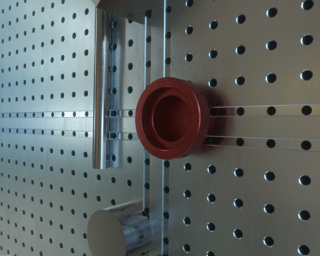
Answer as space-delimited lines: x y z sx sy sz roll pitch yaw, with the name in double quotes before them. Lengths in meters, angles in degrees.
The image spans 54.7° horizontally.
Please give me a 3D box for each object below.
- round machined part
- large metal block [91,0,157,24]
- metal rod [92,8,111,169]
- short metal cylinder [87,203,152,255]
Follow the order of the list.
"round machined part" 0.019 -0.011 0.381 0.098 0.042 0.097 0 90 39
"large metal block" -0.042 -0.195 0.406 0.080 0.081 0.050 -47 62 29
"metal rod" -0.090 -0.087 0.480 0.025 0.025 0.298 2 91 39
"short metal cylinder" -0.058 0.151 0.439 0.080 0.050 0.079 0 90 39
